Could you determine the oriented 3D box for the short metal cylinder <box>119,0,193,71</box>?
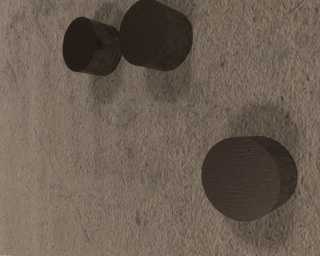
[{"bbox_3d":[-0.006,-0.115,0.392,0.080,0.050,0.079,0,90,39],"label":"short metal cylinder"}]

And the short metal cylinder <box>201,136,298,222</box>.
[{"bbox_3d":[0.090,0.048,0.314,0.080,0.050,0.079,0,90,39],"label":"short metal cylinder"}]

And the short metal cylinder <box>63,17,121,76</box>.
[{"bbox_3d":[-0.103,-0.122,0.471,0.080,0.050,0.079,0,90,39],"label":"short metal cylinder"}]
